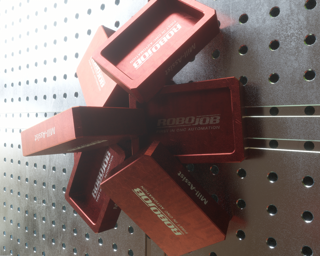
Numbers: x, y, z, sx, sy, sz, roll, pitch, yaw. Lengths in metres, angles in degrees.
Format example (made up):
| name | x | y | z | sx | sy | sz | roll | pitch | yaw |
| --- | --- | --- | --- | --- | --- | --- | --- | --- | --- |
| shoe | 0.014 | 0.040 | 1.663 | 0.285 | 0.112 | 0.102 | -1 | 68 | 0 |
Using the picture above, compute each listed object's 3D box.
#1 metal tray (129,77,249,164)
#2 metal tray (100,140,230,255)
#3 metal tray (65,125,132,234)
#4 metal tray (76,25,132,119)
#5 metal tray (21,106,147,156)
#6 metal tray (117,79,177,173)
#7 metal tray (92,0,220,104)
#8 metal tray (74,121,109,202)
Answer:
| name | x | y | z | sx | sy | sz | roll | pitch | yaw |
| --- | --- | --- | --- | --- | --- | --- | --- | --- | --- |
| metal tray | 0.031 | -0.005 | 0.358 | 0.130 | 0.030 | 0.090 | -4 | 87 | 22 |
| metal tray | 0.005 | 0.086 | 0.359 | 0.090 | 0.030 | 0.130 | -36 | 101 | 35 |
| metal tray | -0.084 | 0.068 | 0.437 | 0.090 | 0.030 | 0.129 | 33 | 111 | 35 |
| metal tray | -0.079 | -0.078 | 0.451 | 0.090 | 0.030 | 0.130 | -53 | 44 | 27 |
| metal tray | -0.090 | 0.006 | 0.358 | 0.130 | 0.091 | 0.030 | -16 | 80 | 43 |
| metal tray | -0.023 | 0.000 | 0.426 | 0.090 | 0.030 | 0.129 | -6 | 84 | 38 |
| metal tray | -0.006 | -0.101 | 0.368 | 0.130 | 0.030 | 0.090 | -45 | 57 | -7 |
| metal tray | -0.096 | 0.052 | 0.487 | 0.090 | 0.030 | 0.129 | -5 | 86 | 39 |
